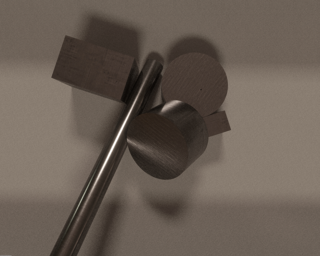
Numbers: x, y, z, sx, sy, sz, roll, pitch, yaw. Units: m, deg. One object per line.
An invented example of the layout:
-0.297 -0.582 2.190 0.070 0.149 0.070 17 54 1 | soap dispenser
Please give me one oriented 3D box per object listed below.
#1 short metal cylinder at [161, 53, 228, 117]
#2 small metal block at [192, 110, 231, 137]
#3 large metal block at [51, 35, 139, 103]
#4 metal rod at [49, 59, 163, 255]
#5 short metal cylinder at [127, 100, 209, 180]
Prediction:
0.042 -0.052 0.399 0.081 0.050 0.079 0 90 -1 | short metal cylinder
0.058 -0.002 0.400 0.050 0.050 0.025 -18 91 -1 | small metal block
-0.074 -0.067 0.383 0.080 0.080 0.050 18 90 0 | large metal block
-0.062 0.043 0.355 0.025 0.025 0.300 23 67 0 | metal rod
0.009 0.013 0.360 0.080 0.050 0.079 14 117 29 | short metal cylinder
